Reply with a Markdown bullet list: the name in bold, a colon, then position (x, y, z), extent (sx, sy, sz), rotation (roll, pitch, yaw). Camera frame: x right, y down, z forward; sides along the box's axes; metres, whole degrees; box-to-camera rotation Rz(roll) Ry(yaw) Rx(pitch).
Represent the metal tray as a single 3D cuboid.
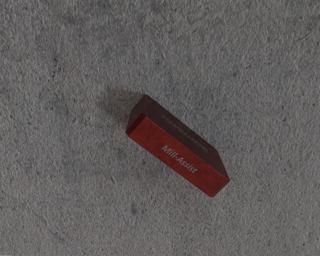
- **metal tray**: position (0.022, 0.019, 0.384), extent (0.130, 0.090, 0.030), rotation (38, 106, -13)
